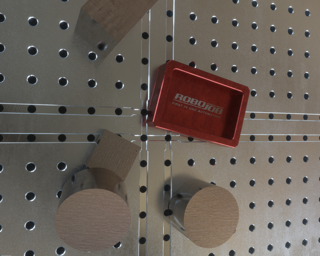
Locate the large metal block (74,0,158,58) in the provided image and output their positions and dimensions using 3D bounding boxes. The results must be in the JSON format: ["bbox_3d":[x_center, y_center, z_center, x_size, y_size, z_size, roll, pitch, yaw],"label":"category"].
[{"bbox_3d":[-0.050,-0.136,0.364,0.050,0.080,0.080,42,77,-15],"label":"large metal block"}]

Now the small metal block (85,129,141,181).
[{"bbox_3d":[-0.060,0.035,0.391,0.050,0.025,0.050,29,80,-18],"label":"small metal block"}]

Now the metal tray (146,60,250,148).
[{"bbox_3d":[0.055,-0.030,0.429,0.131,0.030,0.090,15,85,-20],"label":"metal tray"}]

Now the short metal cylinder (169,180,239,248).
[{"bbox_3d":[0.059,0.114,0.421,0.081,0.050,0.079,0,90,-20],"label":"short metal cylinder"}]

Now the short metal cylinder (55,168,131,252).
[{"bbox_3d":[-0.076,0.093,0.358,0.081,0.050,0.079,-3,109,-9],"label":"short metal cylinder"}]
